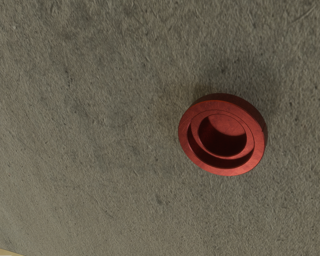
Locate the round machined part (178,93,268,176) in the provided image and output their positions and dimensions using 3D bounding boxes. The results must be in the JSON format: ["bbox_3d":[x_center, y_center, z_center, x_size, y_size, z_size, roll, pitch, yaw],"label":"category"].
[{"bbox_3d":[0.074,0.004,0.359,0.098,0.042,0.097,13,124,21],"label":"round machined part"}]
